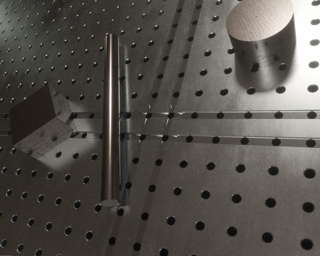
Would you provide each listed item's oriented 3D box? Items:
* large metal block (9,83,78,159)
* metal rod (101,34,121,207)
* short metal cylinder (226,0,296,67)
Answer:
[{"bbox_3d":[-0.188,-0.011,0.495,0.080,0.050,0.080,-33,52,6],"label":"large metal block"},{"bbox_3d":[-0.073,-0.032,0.463,0.025,0.025,0.299,-18,55,18],"label":"metal rod"},{"bbox_3d":[0.131,-0.126,0.400,0.080,0.050,0.080,-13,56,20],"label":"short metal cylinder"}]
